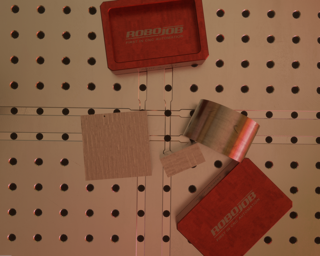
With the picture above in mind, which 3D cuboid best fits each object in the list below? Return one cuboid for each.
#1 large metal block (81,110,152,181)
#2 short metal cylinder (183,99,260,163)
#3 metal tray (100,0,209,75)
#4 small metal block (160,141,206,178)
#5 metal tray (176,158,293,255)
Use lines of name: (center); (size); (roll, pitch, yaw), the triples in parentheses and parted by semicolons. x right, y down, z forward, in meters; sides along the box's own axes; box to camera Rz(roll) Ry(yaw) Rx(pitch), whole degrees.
large metal block: (-0.053, 0.021, 0.400); (0.081, 0.050, 0.079); (-4, 90, -1)
short metal cylinder: (0.076, 0.004, 0.387); (0.080, 0.080, 0.050); (26, 90, -1)
metal tray: (-0.007, -0.125, 0.410); (0.131, 0.030, 0.089); (-7, 90, -1)
small metal block: (0.028, 0.039, 0.401); (0.050, 0.050, 0.025); (-23, 90, 0)
metal tray: (0.096, 0.112, 0.412); (0.130, 0.030, 0.090); (-45, 91, 0)
